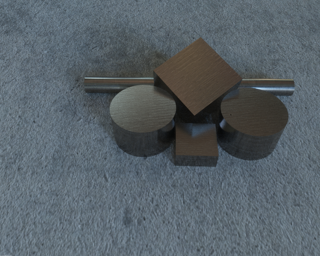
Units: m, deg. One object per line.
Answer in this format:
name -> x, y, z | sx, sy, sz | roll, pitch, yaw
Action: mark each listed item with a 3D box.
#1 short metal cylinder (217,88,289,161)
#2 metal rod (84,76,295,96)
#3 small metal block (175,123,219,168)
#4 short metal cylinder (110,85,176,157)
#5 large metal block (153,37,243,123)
short metal cylinder -> 0.114, -0.005, 0.393 | 0.081, 0.050, 0.080 | 0, 50, 0
metal rod -> 0.042, -0.062, 0.456 | 0.302, 0.025, 0.025 | 1, 50, 0
small metal block -> 0.044, 0.021, 0.388 | 0.050, 0.025, 0.050 | 2, 50, 1
short metal cylinder -> -0.021, -0.010, 0.395 | 0.081, 0.050, 0.080 | 0, 50, 0
large metal block -> 0.048, -0.060, 0.416 | 0.080, 0.050, 0.080 | -37, 75, -12
